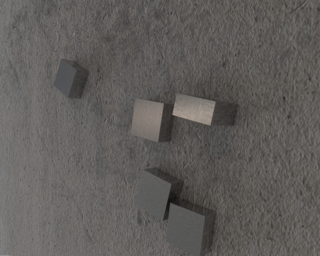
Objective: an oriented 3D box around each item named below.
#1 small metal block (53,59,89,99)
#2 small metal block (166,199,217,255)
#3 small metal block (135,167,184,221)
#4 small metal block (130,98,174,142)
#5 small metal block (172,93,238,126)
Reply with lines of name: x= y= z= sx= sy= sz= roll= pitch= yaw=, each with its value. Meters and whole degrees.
small metal block: x=-0.153 y=-0.084 z=0.531 sx=0.050 sy=0.025 sz=0.050 roll=37 pitch=112 yaw=34
small metal block: x=0.037 y=0.120 z=0.375 sx=0.050 sy=0.025 sz=0.050 roll=11 pitch=97 yaw=39
small metal block: x=-0.002 y=0.085 z=0.406 sx=0.050 sy=0.025 sz=0.050 roll=20 pitch=103 yaw=38
small metal block: x=-0.010 y=-0.011 z=0.413 sx=0.050 sy=0.025 sz=0.050 roll=14 pitch=99 yaw=39
small metal block: x=0.051 y=-0.021 z=0.347 sx=0.050 sy=0.050 sz=0.025 roll=18 pitch=102 yaw=38
